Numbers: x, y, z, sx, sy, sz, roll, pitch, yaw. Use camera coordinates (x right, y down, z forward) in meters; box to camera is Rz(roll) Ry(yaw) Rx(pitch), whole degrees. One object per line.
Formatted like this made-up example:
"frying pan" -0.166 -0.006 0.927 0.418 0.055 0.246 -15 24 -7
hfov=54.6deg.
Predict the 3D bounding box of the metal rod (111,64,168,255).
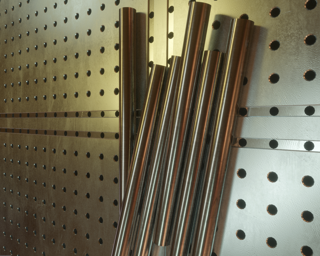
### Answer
"metal rod" -0.030 0.064 0.419 0.025 0.025 0.298 15 95 39

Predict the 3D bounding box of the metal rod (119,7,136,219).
"metal rod" -0.047 -0.021 0.449 0.025 0.025 0.298 0 90 40

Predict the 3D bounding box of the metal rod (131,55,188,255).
"metal rod" -0.002 0.056 0.412 0.025 0.025 0.298 19 102 38

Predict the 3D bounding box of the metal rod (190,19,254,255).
"metal rod" 0.067 0.031 0.354 0.025 0.025 0.298 15 99 39

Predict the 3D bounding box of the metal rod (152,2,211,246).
"metal rod" 0.024 0.004 0.381 0.025 0.025 0.298 17 104 39

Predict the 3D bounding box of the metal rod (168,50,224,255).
"metal rod" 0.040 0.059 0.377 0.025 0.025 0.298 16 100 39
